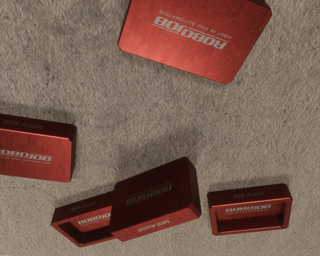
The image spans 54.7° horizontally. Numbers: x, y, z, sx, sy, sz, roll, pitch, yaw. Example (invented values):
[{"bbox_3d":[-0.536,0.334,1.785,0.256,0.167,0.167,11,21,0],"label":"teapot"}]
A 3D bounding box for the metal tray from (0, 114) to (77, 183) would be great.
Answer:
[{"bbox_3d":[-0.185,0.028,0.425,0.131,0.030,0.089,9,130,-8],"label":"metal tray"}]

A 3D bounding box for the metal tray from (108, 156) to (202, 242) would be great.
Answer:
[{"bbox_3d":[-0.009,0.103,0.452,0.130,0.090,0.030,-23,126,18],"label":"metal tray"}]

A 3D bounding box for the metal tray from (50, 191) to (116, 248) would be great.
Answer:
[{"bbox_3d":[-0.109,0.161,0.539,0.130,0.030,0.090,-20,128,15],"label":"metal tray"}]

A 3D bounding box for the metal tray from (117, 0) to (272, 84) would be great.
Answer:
[{"bbox_3d":[0.032,-0.105,0.315,0.131,0.030,0.089,15,128,-14],"label":"metal tray"}]

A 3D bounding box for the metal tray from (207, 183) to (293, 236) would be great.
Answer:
[{"bbox_3d":[0.150,0.141,0.525,0.131,0.030,0.090,-8,130,6],"label":"metal tray"}]
